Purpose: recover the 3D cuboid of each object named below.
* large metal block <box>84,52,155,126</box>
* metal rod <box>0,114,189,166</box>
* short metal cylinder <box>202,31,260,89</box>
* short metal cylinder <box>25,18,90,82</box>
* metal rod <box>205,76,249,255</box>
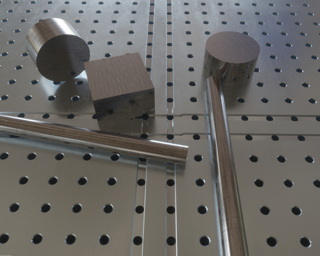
[{"bbox_3d":[-0.057,-0.057,0.438,0.081,0.050,0.080,-13,51,-11],"label":"large metal block"},{"bbox_3d":[-0.114,0.010,0.398,0.301,0.025,0.025,9,51,7],"label":"metal rod"},{"bbox_3d":[0.109,-0.106,0.481,0.081,0.050,0.080,0,50,0],"label":"short metal cylinder"},{"bbox_3d":[-0.154,-0.118,0.469,0.081,0.080,0.050,-26,55,-20],"label":"short metal cylinder"},{"bbox_3d":[0.077,0.046,0.369,0.025,0.025,0.300,1,50,1],"label":"metal rod"}]
